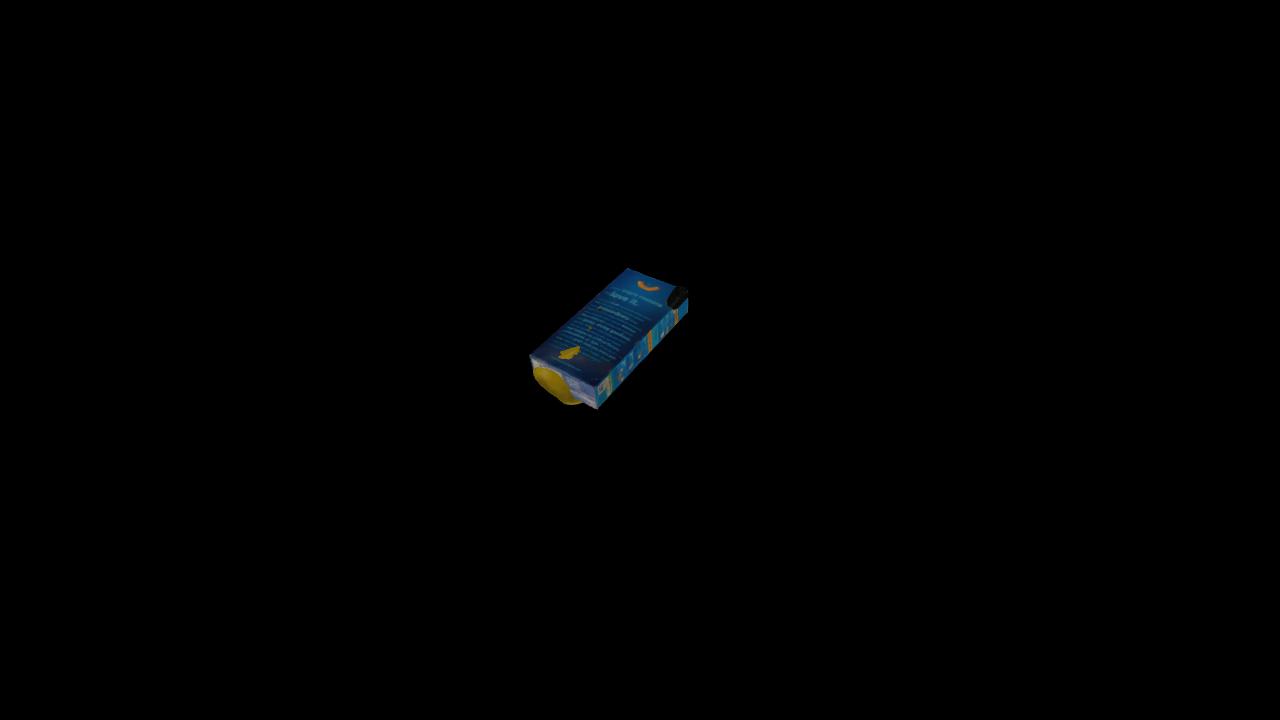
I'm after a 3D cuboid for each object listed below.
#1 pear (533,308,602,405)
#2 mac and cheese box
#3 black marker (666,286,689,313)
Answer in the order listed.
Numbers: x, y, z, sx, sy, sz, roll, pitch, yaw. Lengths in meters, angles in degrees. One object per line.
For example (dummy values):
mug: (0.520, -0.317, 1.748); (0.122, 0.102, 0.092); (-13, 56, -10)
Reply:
pear: (-0.064, -0.005, 0.688); (0.080, 0.111, 0.080); (38, -10, 8)
mac and cheese box: (-0.031, -0.031, 0.701); (0.093, 0.041, 0.184); (24, 51, 27)
black marker: (0.024, -0.047, 0.732); (0.020, 0.020, 0.121); (0, -33, -29)
